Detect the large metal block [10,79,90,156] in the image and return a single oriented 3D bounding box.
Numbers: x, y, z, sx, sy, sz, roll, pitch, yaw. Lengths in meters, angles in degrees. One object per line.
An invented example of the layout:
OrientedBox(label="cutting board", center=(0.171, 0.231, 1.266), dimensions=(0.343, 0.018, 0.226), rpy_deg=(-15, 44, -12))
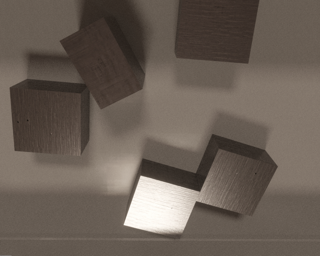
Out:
OrientedBox(label="large metal block", center=(-0.135, -0.014, 0.391), dimensions=(0.081, 0.050, 0.079), rpy_deg=(5, 110, -2))

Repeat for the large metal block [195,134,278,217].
OrientedBox(label="large metal block", center=(0.098, 0.064, 0.423), dimensions=(0.080, 0.050, 0.079), rpy_deg=(17, 109, -7))

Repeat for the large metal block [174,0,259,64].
OrientedBox(label="large metal block", center=(0.062, -0.121, 0.354), dimensions=(0.081, 0.050, 0.079), rpy_deg=(4, 110, -2))

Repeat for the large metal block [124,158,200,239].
OrientedBox(label="large metal block", center=(0.001, 0.099, 0.434), dimensions=(0.080, 0.050, 0.079), rpy_deg=(17, 109, -7))

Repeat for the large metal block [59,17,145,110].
OrientedBox(label="large metal block", center=(-0.059, -0.077, 0.353), dimensions=(0.050, 0.080, 0.080), rpy_deg=(-26, 108, 9))
